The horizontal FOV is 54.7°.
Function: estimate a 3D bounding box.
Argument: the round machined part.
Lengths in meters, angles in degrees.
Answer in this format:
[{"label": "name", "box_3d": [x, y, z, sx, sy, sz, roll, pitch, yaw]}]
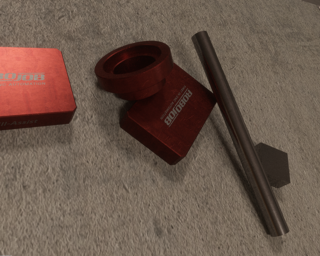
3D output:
[{"label": "round machined part", "box_3d": [-0.030, -0.071, 0.400, 0.098, 0.042, 0.098, -11, 37, 9]}]

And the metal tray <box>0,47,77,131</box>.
[{"label": "metal tray", "box_3d": [-0.168, -0.044, 0.338, 0.131, 0.030, 0.090, -7, 65, -32]}]

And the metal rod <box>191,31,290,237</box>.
[{"label": "metal rod", "box_3d": [0.108, 0.000, 0.434, 0.025, 0.025, 0.299, -13, 77, -34]}]

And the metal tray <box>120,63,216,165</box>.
[{"label": "metal tray", "box_3d": [0.017, -0.024, 0.426, 0.090, 0.030, 0.130, 38, 51, -3]}]

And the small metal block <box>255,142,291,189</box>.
[{"label": "small metal block", "box_3d": [0.163, 0.056, 0.460, 0.050, 0.025, 0.050, 22, 54, -16]}]
